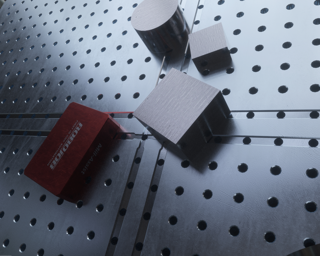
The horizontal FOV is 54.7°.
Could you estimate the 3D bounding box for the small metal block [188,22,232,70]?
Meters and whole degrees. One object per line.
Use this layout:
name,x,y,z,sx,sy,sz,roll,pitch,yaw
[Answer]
small metal block,0.071,-0.117,0.443,0.050,0.025,0.050,-16,55,19

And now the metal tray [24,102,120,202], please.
metal tray,-0.129,0.030,0.454,0.090,0.030,0.130,19,72,35

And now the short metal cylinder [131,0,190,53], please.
short metal cylinder,0.001,-0.168,0.495,0.080,0.050,0.080,-13,56,21

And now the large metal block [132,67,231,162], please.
large metal block,0.027,-0.019,0.389,0.080,0.050,0.080,34,81,38

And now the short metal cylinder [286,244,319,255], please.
short metal cylinder,0.139,0.115,0.229,0.080,0.080,0.050,-21,54,16
